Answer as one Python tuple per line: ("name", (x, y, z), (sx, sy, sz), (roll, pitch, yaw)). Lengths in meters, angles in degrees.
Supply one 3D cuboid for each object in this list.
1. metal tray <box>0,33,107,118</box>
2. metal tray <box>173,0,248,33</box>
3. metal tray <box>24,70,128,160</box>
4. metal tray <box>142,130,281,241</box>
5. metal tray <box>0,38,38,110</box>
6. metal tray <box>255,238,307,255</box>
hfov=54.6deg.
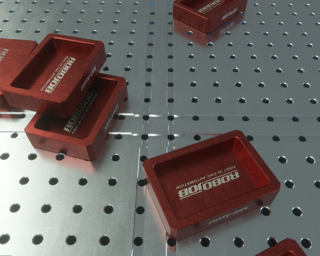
("metal tray", (-0.140, -0.077, 0.429), (0.090, 0.030, 0.130), (12, 51, 10))
("metal tray", (0.099, -0.240, 0.606), (0.090, 0.030, 0.131), (36, 58, 26))
("metal tray", (-0.108, -0.024, 0.424), (0.090, 0.030, 0.130), (12, 51, 10))
("metal tray", (0.056, 0.060, 0.354), (0.131, 0.030, 0.090), (-17, 52, -14))
("metal tray", (-0.250, -0.087, 0.477), (0.090, 0.030, 0.130), (6, 50, 4))
("metal tray", (0.088, 0.165, 0.265), (0.131, 0.030, 0.090), (-20, 53, -16))
